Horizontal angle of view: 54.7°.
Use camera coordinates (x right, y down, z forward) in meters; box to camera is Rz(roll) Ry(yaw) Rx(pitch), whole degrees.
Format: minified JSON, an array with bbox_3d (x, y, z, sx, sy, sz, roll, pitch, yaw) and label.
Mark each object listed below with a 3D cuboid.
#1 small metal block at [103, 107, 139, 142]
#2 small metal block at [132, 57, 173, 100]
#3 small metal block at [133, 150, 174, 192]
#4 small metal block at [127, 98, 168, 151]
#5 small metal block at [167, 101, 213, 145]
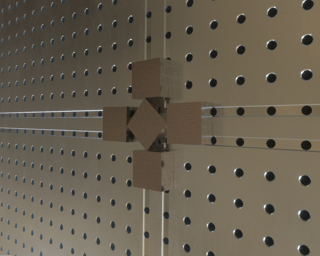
[{"bbox_3d":[-0.058,-0.006,0.454,0.050,0.025,0.050,2,91,39],"label":"small metal block"},{"bbox_3d":[-0.011,-0.064,0.416,0.050,0.025,0.050,-1,90,39],"label":"small metal block"},{"bbox_3d":[-0.009,0.055,0.415,0.050,0.025,0.050,1,90,39],"label":"small metal block"},{"bbox_3d":[-0.011,-0.005,0.416,0.050,0.025,0.050,50,119,28],"label":"small metal block"},{"bbox_3d":[0.036,-0.005,0.378,0.050,0.025,0.050,0,90,39],"label":"small metal block"}]
